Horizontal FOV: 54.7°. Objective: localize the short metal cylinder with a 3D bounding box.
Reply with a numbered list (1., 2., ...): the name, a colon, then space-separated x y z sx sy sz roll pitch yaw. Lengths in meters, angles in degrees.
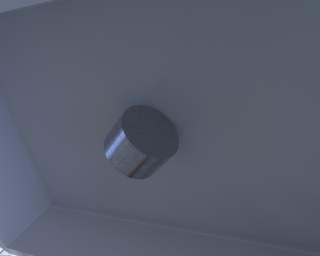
1. short metal cylinder: -0.023 0.018 0.392 0.080 0.080 0.050 41 129 -1
